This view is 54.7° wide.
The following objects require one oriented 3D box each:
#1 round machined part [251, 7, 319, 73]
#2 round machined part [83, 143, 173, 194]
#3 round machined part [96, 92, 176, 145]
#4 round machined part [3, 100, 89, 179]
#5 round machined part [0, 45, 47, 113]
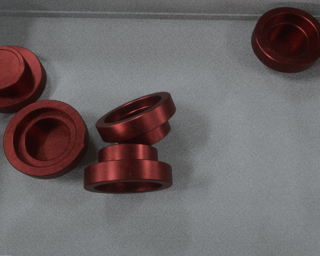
[{"bbox_3d":[0.181,-0.122,0.447,0.099,0.042,0.098,0,70,-1],"label":"round machined part"},{"bbox_3d":[-0.036,0.047,0.353,0.099,0.098,0.042,-3,70,-1],"label":"round machined part"},{"bbox_3d":[-0.026,-0.005,0.383,0.099,0.098,0.042,-26,108,-9],"label":"round machined part"},{"bbox_3d":[-0.139,0.017,0.393,0.099,0.042,0.098,0,70,-1],"label":"round machined part"},{"bbox_3d":[-0.212,-0.073,0.425,0.099,0.042,0.098,0,70,-1],"label":"round machined part"}]
